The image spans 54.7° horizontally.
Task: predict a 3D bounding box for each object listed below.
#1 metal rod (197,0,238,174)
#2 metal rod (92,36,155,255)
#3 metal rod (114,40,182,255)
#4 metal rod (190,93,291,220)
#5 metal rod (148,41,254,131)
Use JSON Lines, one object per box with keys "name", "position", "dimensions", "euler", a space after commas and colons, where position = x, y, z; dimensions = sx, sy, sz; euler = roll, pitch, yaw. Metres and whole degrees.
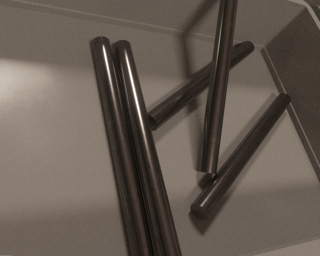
{"name": "metal rod", "position": [0.084, -0.087, 0.428], "dimensions": [0.025, 0.025, 0.298], "euler": [12, 82, -22]}
{"name": "metal rod", "position": [-0.048, 0.012, 0.373], "dimensions": [0.025, 0.025, 0.299], "euler": [-1, 62, -29]}
{"name": "metal rod", "position": [-0.022, 0.007, 0.376], "dimensions": [0.025, 0.025, 0.299], "euler": [2, 56, -27]}
{"name": "metal rod", "position": [0.136, 0.024, 0.466], "dimensions": [0.025, 0.025, 0.302], "euler": [46, 51, 4]}
{"name": "metal rod", "position": [0.078, -0.081, 0.498], "dimensions": [0.025, 0.025, 0.302], "euler": [47, 51, 4]}
